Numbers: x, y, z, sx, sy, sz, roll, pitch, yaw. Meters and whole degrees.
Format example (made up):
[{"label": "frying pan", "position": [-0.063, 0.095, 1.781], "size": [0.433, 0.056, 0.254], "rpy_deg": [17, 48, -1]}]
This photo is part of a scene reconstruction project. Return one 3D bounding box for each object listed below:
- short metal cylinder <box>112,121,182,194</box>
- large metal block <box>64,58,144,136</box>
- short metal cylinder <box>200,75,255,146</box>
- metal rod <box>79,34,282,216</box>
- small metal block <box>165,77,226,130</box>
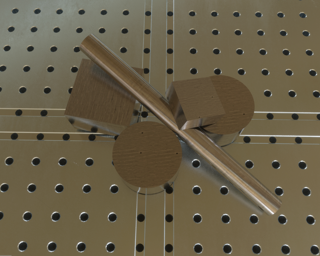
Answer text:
[{"label": "short metal cylinder", "position": [-0.015, 0.038, 0.381], "size": [0.081, 0.050, 0.080], "rpy_deg": [0, 70, 0]}, {"label": "large metal block", "position": [-0.068, -0.037, 0.406], "size": [0.080, 0.050, 0.080], "rpy_deg": [10, 70, 3]}, {"label": "short metal cylinder", "position": [0.076, -0.021, 0.403], "size": [0.081, 0.050, 0.080], "rpy_deg": [0, 70, 0]}, {"label": "metal rod", "position": [0.025, -0.003, 0.372], "size": [0.300, 0.025, 0.025], "rpy_deg": [41, 75, -1]}, {"label": "small metal block", "position": [0.040, -0.029, 0.358], "size": [0.050, 0.025, 0.050], "rpy_deg": [-11, 69, -23]}]
